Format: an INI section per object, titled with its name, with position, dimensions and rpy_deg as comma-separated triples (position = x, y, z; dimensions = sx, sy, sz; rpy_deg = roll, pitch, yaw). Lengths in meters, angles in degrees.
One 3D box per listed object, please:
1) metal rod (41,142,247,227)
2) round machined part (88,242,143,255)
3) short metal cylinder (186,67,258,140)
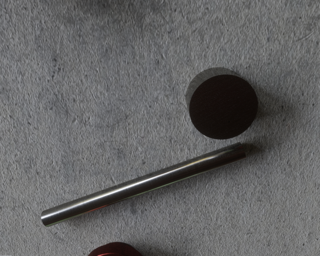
[metal rod]
position = -0.027, 0.082, 0.439
dimensions = 0.301, 0.025, 0.025
rpy_deg = -20, 109, 6
[round machined part]
position = -0.068, 0.218, 0.480
dimensions = 0.099, 0.042, 0.097
rpy_deg = 0, 110, -1
[short metal cylinder]
position = 0.074, -0.032, 0.386
dimensions = 0.081, 0.050, 0.079
rpy_deg = 0, 110, -1
